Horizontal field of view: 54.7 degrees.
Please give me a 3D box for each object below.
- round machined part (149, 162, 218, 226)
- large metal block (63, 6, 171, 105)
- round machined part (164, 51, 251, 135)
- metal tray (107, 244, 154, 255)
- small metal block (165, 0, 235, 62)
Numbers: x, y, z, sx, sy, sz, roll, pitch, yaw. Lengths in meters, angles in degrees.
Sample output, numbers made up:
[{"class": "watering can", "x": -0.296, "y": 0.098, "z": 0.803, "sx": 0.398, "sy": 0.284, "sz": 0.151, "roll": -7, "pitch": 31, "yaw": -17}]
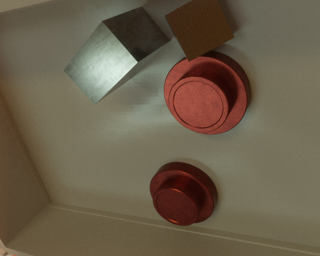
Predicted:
[{"class": "round machined part", "x": 0.029, "y": 0.101, "z": 0.443, "sx": 0.098, "sy": 0.042, "sz": 0.097, "roll": 13, "pitch": 124, "yaw": 20}, {"class": "large metal block", "x": -0.046, "y": -0.082, "z": 0.346, "sx": 0.050, "sy": 0.080, "sz": 0.080, "roll": 49, "pitch": 128, "yaw": -7}, {"class": "round machined part", "x": 0.049, "y": -0.034, "z": 0.350, "sx": 0.098, "sy": 0.042, "sz": 0.097, "roll": 13, "pitch": 124, "yaw": 20}, {"class": "metal tray", "x": -0.042, "y": 0.291, "z": 0.607, "sx": 0.090, "sy": 0.030, "sz": 0.129, "roll": -5, "pitch": 116, "yaw": 30}, {"class": "small metal block", "x": 0.039, "y": -0.102, "z": 0.311, "sx": 0.050, "sy": 0.025, "sz": 0.050, "roll": -28, "pitch": 105, "yaw": 7}]
